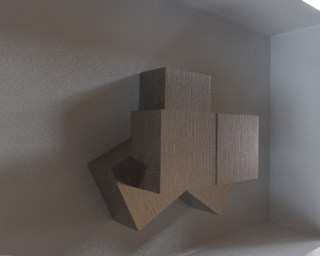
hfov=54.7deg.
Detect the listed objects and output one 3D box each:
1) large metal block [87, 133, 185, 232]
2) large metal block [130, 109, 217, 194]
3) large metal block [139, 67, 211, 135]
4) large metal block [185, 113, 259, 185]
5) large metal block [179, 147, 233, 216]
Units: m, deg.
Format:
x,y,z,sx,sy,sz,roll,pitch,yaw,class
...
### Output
x,y,z,sx,sy,sz,roll,pitch,yaw,class
-0.025,0.059,0.367,0.081,0.050,0.080,-33,111,-35,large metal block
0.015,0.022,0.336,0.081,0.050,0.080,1,90,-40,large metal block
0.021,-0.031,0.405,0.081,0.050,0.080,2,89,-40,large metal block
0.078,0.024,0.387,0.081,0.050,0.080,1,90,-40,large metal block
0.058,0.064,0.435,0.080,0.050,0.080,41,65,-32,large metal block
